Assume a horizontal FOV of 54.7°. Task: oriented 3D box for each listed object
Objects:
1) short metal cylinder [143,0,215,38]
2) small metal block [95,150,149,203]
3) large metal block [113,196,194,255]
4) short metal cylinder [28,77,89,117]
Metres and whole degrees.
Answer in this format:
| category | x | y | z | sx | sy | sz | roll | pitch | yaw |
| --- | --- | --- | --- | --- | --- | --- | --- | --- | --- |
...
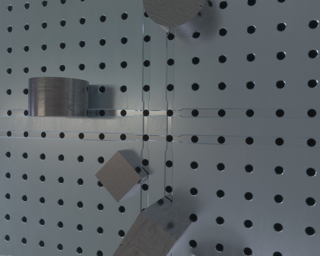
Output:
| category | x | y | z | sx | sy | sz | roll | pitch | yaw |
| --- | --- | --- | --- | --- | --- | --- | --- | --- | --- |
| short metal cylinder | 0.025 | -0.160 | 0.390 | 0.080 | 0.050 | 0.079 | 0 | 90 | 20 |
| small metal block | -0.053 | 0.066 | 0.431 | 0.050 | 0.025 | 0.050 | -47 | 76 | 14 |
| large metal block | -0.008 | 0.141 | 0.386 | 0.050 | 0.080 | 0.080 | 35 | 101 | 16 |
| short metal cylinder | -0.140 | -0.040 | 0.433 | 0.080 | 0.080 | 0.050 | 1 | 91 | 20 |
